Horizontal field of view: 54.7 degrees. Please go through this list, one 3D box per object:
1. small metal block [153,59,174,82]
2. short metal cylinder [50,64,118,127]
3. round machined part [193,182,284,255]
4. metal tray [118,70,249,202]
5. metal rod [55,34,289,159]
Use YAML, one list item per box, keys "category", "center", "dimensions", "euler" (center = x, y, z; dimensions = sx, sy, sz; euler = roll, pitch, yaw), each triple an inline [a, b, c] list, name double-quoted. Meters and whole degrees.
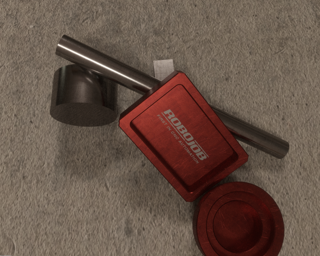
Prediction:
- category: "small metal block"
  center: [0.006, -0.056, 0.416]
  dimensions: [0.025, 0.050, 0.050]
  euler: [-5, 70, -2]
- category: "short metal cylinder"
  center: [-0.094, -0.038, 0.392]
  dimensions: [0.081, 0.080, 0.050]
  euler: [-1, 70, -1]
- category: "round machined part"
  center: [0.086, 0.112, 0.354]
  dimensions: [0.099, 0.042, 0.098]
  euler: [1, 77, -6]
- category: "metal tray"
  center: [0.027, 0.011, 0.356]
  dimensions: [0.090, 0.030, 0.130]
  euler: [-38, 105, 6]
- category: "metal rod"
  center: [0.024, -0.032, 0.374]
  dimensions: [0.302, 0.025, 0.025]
  euler: [24, 71, -10]
